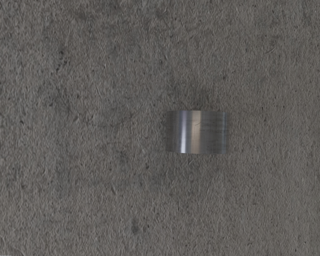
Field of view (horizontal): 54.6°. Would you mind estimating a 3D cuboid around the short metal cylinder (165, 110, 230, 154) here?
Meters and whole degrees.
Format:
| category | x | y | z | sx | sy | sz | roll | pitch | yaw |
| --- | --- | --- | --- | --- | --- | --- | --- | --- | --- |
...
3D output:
| category | x | y | z | sx | sy | sz | roll | pitch | yaw |
| --- | --- | --- | --- | --- | --- | --- | --- | --- | --- |
| short metal cylinder | 0.048 | 0.005 | 0.397 | 0.081 | 0.080 | 0.050 | 2 | 90 | -20 |
